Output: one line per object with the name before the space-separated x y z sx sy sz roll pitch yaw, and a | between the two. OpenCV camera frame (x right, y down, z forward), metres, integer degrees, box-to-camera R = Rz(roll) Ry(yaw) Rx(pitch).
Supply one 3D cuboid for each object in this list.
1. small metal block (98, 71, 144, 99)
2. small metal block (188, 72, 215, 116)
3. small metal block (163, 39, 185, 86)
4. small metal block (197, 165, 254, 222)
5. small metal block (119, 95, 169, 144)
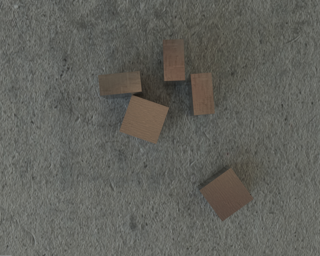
small metal block | -0.048 -0.054 0.397 0.050 0.050 0.025 -6 90 0
small metal block | 0.052 -0.041 0.398 0.025 0.050 0.050 -5 90 0
small metal block | 0.017 -0.082 0.397 0.025 0.050 0.050 -2 90 0
small metal block | 0.086 0.086 0.411 0.050 0.025 0.050 -36 90 0
small metal block | -0.020 -0.011 0.410 0.050 0.025 0.050 19 90 -1
